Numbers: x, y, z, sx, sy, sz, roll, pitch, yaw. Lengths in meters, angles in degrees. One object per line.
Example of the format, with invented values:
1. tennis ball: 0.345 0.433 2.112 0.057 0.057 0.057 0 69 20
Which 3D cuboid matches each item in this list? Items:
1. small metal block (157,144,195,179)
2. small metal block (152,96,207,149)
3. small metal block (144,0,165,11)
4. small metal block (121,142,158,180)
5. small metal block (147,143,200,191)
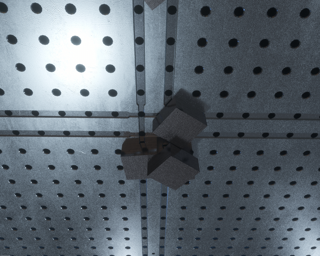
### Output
1. small metal block: 0.024 0.052 0.457 0.050 0.025 0.050 -6 130 4
2. small metal block: 0.025 -0.006 0.407 0.050 0.025 0.050 29 124 -23
3. small metal block: -0.003 -0.148 0.286 0.050 0.025 0.050 -31 124 23
4. small metal block: -0.027 0.049 0.453 0.050 0.025 0.050 -4 130 3
5. small metal block: 0.018 0.054 0.425 0.050 0.025 0.050 31 123 -24
